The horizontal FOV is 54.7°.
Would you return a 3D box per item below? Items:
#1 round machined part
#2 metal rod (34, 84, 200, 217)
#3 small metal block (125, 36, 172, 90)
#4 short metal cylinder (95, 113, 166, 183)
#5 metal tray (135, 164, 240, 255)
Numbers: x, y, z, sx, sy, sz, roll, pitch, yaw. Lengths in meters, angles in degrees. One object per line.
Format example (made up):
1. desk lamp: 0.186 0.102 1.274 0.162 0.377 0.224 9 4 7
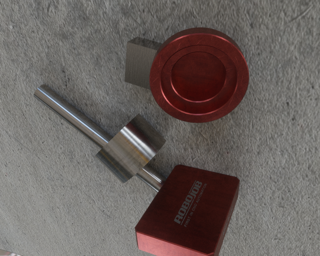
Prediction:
1. round machined part: 0.040 -0.057 0.326 0.099 0.042 0.097 2 124 4
2. metal rod: -0.061 0.036 0.459 0.300 0.025 0.025 37 129 2
3. small metal block: -0.012 -0.075 0.366 0.050 0.025 0.050 20 126 16
4. short metal cylinder: -0.038 0.026 0.406 0.050 0.080 0.080 46 129 -4
5. metal tray: 0.039 0.101 0.380 0.090 0.131 0.030 10 123 22
